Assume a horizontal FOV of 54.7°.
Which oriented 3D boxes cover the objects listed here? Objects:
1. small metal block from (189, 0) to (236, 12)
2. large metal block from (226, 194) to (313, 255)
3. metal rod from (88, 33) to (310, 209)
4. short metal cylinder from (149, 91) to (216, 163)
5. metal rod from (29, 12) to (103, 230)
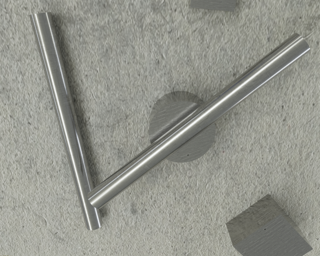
[{"bbox_3d":[0.061,-0.161,0.351,0.050,0.025,0.050,5,110,-2],"label":"small metal block"},{"bbox_3d":[0.159,0.159,0.458,0.080,0.050,0.080,-40,106,13],"label":"large metal block"},{"bbox_3d":[0.034,0.000,0.357,0.300,0.025,0.025,-38,106,12],"label":"metal rod"},{"bbox_3d":[0.027,-0.003,0.396,0.081,0.050,0.079,0,110,-1],"label":"short metal cylinder"},{"bbox_3d":[-0.118,0.006,0.410,0.025,0.025,0.298,-8,110,2],"label":"metal rod"}]
